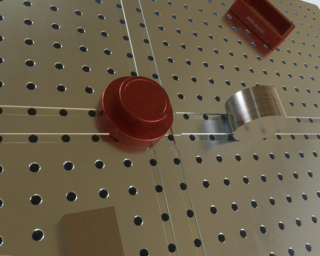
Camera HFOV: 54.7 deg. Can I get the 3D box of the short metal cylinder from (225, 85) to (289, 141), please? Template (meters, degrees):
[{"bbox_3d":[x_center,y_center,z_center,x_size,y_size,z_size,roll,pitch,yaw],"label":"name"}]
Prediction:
[{"bbox_3d":[0.142,-0.020,0.462,0.081,0.080,0.050,4,60,-26],"label":"short metal cylinder"}]

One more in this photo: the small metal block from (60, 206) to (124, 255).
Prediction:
[{"bbox_3d":[-0.068,0.109,0.305,0.050,0.025,0.050,-2,63,-29],"label":"small metal block"}]

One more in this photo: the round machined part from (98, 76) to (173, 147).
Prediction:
[{"bbox_3d":[-0.026,-0.028,0.400,0.099,0.042,0.098,14,56,-21],"label":"round machined part"}]

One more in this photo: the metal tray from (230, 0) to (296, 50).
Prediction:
[{"bbox_3d":[0.223,-0.238,0.670,0.130,0.030,0.090,44,51,2],"label":"metal tray"}]
